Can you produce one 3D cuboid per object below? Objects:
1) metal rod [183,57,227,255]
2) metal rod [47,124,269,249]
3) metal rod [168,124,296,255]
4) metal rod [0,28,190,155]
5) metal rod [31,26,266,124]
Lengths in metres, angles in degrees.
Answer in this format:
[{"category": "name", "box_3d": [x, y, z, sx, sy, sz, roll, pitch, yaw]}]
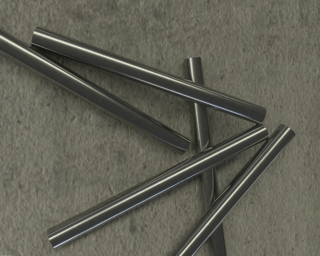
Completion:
[{"category": "metal rod", "box_3d": [0.065, 0.052, 0.434, 0.025, 0.025, 0.298, -9, 93, -20]}, {"category": "metal rod", "box_3d": [0.007, 0.067, 0.394, 0.302, 0.025, 0.025, -25, 99, -12]}, {"category": "metal rod", "box_3d": [0.074, 0.115, 0.411, 0.025, 0.025, 0.300, 43, 86, -16]}, {"category": "metal rod", "box_3d": [-0.090, -0.046, 0.376, 0.301, 0.025, 0.025, 30, 80, -18]}, {"category": "metal rod", "box_3d": [-0.003, -0.061, 0.389, 0.302, 0.025, 0.025, 17, 84, -13]}]
